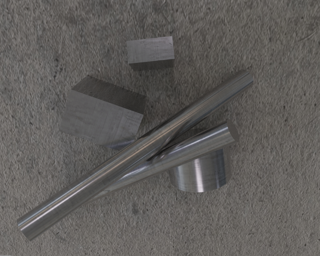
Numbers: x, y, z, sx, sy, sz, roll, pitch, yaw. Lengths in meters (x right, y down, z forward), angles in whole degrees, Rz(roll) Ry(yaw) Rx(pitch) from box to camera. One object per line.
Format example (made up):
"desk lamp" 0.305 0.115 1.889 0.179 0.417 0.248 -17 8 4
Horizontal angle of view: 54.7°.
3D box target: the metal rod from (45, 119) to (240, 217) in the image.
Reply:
"metal rod" -0.044 0.061 0.382 0.300 0.025 0.025 -27 109 29

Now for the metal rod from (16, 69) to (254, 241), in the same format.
"metal rod" -0.010 0.017 0.342 0.302 0.025 0.025 -34 109 -19

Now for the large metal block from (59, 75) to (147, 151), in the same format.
"large metal block" -0.064 -0.019 0.373 0.080 0.080 0.050 19 109 -7

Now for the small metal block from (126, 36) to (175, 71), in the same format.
"small metal block" -0.009 -0.085 0.362 0.050 0.050 0.025 -6 90 2

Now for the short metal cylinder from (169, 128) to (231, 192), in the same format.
"short metal cylinder" 0.049 0.039 0.395 0.080 0.080 0.050 -8 110 3
